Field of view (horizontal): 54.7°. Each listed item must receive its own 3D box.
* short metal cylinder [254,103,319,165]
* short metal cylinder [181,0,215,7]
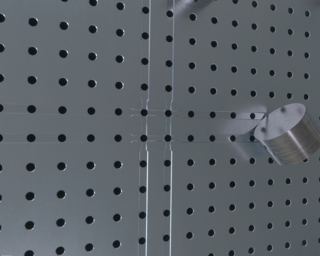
[{"bbox_3d":[0.187,0.009,0.452,0.080,0.080,0.050,-44,104,-15],"label":"short metal cylinder"},{"bbox_3d":[0.059,-0.213,0.421,0.081,0.050,0.079,0,90,-20],"label":"short metal cylinder"}]
